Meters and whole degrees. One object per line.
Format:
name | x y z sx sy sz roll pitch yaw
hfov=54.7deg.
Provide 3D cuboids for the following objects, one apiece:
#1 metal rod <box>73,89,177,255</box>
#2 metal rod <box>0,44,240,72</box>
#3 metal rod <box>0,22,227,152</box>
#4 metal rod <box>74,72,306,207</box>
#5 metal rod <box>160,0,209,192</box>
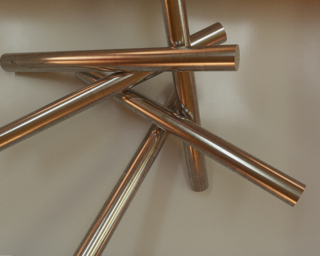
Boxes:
metal rod | -0.034 0.061 0.352 0.025 0.025 0.300 31 66 0
metal rod | -0.065 -0.076 0.351 0.301 0.025 0.025 4 90 24
metal rod | -0.062 -0.047 0.360 0.301 0.025 0.025 -26 90 -3
metal rod | 0.015 -0.006 0.355 0.300 0.025 0.025 31 90 22
metal rod | 0.027 -0.055 0.351 0.025 0.025 0.298 -11 115 0
